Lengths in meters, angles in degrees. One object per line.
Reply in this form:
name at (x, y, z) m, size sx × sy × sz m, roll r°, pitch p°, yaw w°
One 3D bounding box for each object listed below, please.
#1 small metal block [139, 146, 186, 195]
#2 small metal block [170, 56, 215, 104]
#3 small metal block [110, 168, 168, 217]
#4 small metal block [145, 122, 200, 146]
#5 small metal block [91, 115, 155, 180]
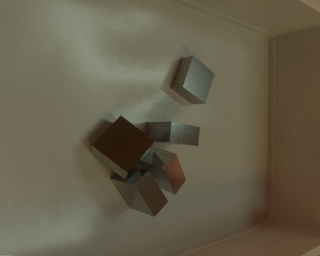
small metal block at (-0.001, 0.050, 0.384) m, size 0.025 × 0.050 × 0.050 m, roll -49°, pitch 137°, yaw -29°
small metal block at (0.048, -0.068, 0.449) m, size 0.050 × 0.025 × 0.050 m, roll 31°, pitch 71°, yaw -36°
small metal block at (-0.025, 0.074, 0.371) m, size 0.025 × 0.050 × 0.050 m, roll -43°, pitch 117°, yaw -32°
small metal block at (0.016, 0.008, 0.406) m, size 0.050 × 0.050 × 0.025 m, roll 10°, pitch 84°, yaw -40°
small metal block at (-0.043, 0.022, 0.356) m, size 0.050 × 0.025 × 0.050 m, roll 37°, pitch 61°, yaw 7°
